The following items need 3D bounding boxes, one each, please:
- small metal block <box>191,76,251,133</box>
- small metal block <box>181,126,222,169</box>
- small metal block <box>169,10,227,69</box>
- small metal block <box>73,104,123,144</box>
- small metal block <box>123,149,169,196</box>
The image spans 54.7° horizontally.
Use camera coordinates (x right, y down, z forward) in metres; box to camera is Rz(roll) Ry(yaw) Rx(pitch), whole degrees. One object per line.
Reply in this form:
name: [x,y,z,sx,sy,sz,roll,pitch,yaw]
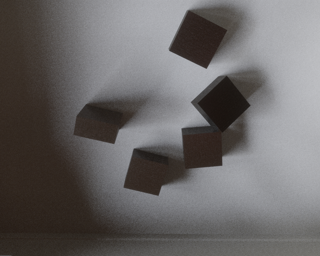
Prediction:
small metal block: [0.077,-0.031,0.393,0.050,0.025,0.050,-44,105,-5]
small metal block: [0.057,0.026,0.422,0.050,0.025,0.050,-5,110,1]
small metal block: [0.044,-0.106,0.373,0.050,0.025,0.050,24,108,-9]
small metal block: [-0.077,-0.006,0.395,0.050,0.050,0.025,13,110,-5]
small metal block: [-0.020,0.062,0.434,0.050,0.025,0.050,15,109,-6]
